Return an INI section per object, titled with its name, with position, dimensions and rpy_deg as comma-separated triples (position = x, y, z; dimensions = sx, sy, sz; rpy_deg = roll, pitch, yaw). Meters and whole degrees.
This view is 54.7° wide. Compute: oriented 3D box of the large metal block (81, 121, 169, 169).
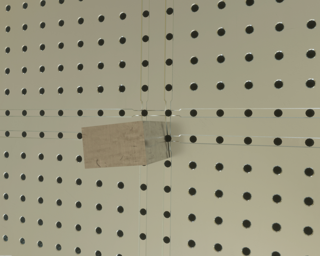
[large metal block]
position = -0.041, 0.020, 0.397
dimensions = 0.080, 0.080, 0.050
rpy_deg = -6, 88, 19
